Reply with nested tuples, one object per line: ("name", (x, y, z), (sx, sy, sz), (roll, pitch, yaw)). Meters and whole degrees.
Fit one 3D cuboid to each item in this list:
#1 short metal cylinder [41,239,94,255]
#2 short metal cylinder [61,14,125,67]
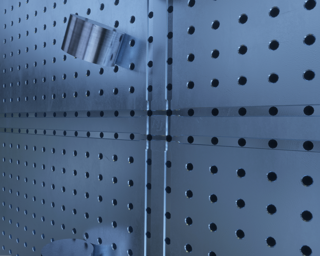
("short metal cylinder", (-0.149, 0.219, 0.497), (0.080, 0.081, 0.050), (7, 95, 40))
("short metal cylinder", (-0.098, -0.128, 0.455), (0.080, 0.081, 0.050), (34, 111, 35))
